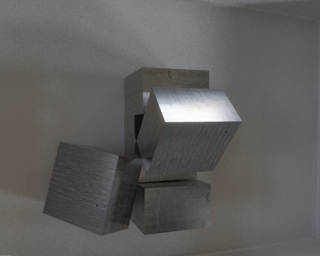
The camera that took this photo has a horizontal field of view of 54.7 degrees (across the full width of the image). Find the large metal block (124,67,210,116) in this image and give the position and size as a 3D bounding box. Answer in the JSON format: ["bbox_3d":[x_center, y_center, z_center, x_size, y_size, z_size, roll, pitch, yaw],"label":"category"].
[{"bbox_3d":[0.006,-0.041,0.382,0.081,0.080,0.050,-1,91,-20],"label":"large metal block"}]

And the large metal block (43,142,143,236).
[{"bbox_3d":[-0.073,0.064,0.345,0.050,0.080,0.080,20,82,-63],"label":"large metal block"}]

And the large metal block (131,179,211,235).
[{"bbox_3d":[0.007,0.090,0.383,0.081,0.080,0.050,0,90,-20],"label":"large metal block"}]

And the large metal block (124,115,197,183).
[{"bbox_3d":[0.000,0.024,0.398,0.081,0.050,0.079,-1,90,-20],"label":"large metal block"}]

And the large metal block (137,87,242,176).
[{"bbox_3d":[0.027,0.004,0.331,0.081,0.079,0.050,-1,46,-21],"label":"large metal block"}]
